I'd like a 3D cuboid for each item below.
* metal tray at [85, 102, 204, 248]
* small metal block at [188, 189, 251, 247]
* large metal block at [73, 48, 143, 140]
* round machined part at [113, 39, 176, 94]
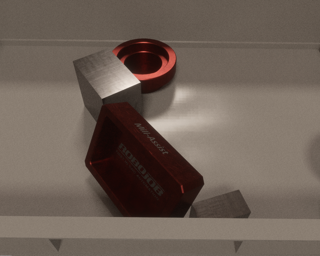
[{"bbox_3d":[-0.024,0.044,0.322,0.030,0.089,0.130,-12,46,-44],"label":"metal tray"},{"bbox_3d":[0.058,0.092,0.313,0.050,0.050,0.025,-14,52,-12],"label":"small metal block"},{"bbox_3d":[-0.066,-0.043,0.405,0.050,0.080,0.080,-27,55,-21],"label":"large metal block"},{"bbox_3d":[-0.025,-0.090,0.469,0.099,0.042,0.098,0,50,0],"label":"round machined part"}]
